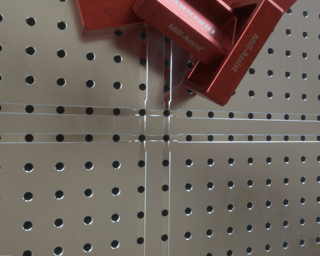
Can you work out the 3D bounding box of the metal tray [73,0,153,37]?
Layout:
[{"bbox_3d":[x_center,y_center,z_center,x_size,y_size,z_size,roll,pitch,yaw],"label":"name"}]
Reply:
[{"bbox_3d":[-0.044,-0.173,0.394,0.131,0.030,0.089,-15,95,-20],"label":"metal tray"}]

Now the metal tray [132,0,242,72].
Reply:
[{"bbox_3d":[0.039,-0.137,0.375,0.131,0.030,0.090,31,52,-21],"label":"metal tray"}]

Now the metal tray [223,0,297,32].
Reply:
[{"bbox_3d":[0.147,-0.198,0.466,0.130,0.030,0.090,-45,104,-15],"label":"metal tray"}]

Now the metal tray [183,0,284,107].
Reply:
[{"bbox_3d":[0.086,-0.097,0.393,0.030,0.090,0.129,29,97,-20],"label":"metal tray"}]
